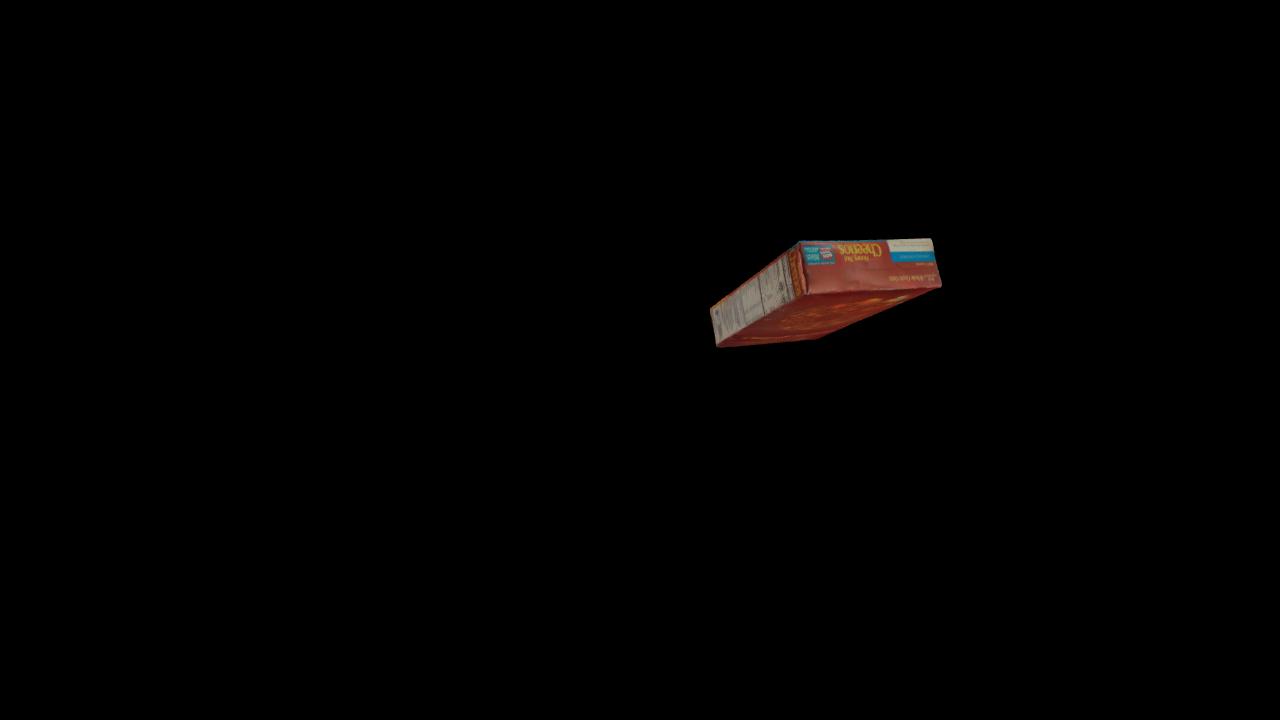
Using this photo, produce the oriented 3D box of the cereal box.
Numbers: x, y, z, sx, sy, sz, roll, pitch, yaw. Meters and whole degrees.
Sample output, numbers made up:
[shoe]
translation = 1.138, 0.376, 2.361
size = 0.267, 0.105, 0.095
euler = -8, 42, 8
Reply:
[cereal box]
translation = 0.255, -0.092, 0.914
size = 0.203, 0.081, 0.306
euler = -5, -11, -16
